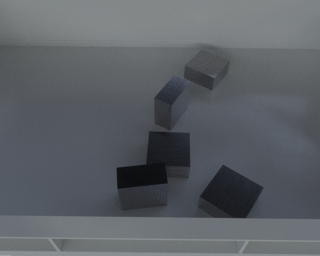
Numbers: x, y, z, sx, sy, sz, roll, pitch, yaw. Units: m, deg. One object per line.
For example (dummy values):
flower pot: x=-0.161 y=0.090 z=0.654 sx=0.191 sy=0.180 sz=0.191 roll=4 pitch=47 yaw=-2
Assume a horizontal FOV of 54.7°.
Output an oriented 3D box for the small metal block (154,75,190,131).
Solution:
small metal block: x=0.017 y=-0.033 z=0.417 sx=0.025 sy=0.050 sz=0.050 roll=25 pitch=54 yaw=19

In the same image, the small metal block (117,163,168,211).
small metal block: x=-0.019 y=0.064 z=0.335 sx=0.050 sy=0.050 sz=0.025 roll=-5 pitch=50 yaw=-5

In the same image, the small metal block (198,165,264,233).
small metal block: x=0.077 y=0.076 z=0.341 sx=0.050 sy=0.025 sz=0.050 roll=30 pitch=56 yaw=22

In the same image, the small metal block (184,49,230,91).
small metal block: x=0.073 y=-0.091 z=0.482 sx=0.050 sy=0.025 sz=0.050 roll=28 pitch=55 yaw=21

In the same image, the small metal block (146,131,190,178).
small metal block: x=0.011 y=0.032 z=0.378 sx=0.050 sy=0.025 sz=0.050 roll=2 pitch=50 yaw=2
